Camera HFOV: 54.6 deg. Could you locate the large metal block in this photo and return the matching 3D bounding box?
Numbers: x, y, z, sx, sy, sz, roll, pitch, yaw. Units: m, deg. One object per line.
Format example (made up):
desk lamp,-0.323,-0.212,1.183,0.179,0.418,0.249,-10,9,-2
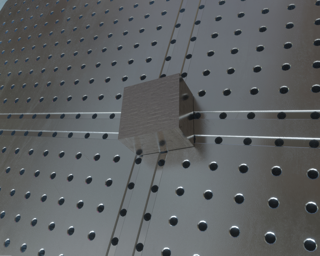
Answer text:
large metal block,-0.003,-0.016,0.403,0.080,0.050,0.080,-11,57,22
